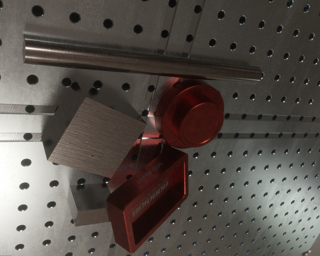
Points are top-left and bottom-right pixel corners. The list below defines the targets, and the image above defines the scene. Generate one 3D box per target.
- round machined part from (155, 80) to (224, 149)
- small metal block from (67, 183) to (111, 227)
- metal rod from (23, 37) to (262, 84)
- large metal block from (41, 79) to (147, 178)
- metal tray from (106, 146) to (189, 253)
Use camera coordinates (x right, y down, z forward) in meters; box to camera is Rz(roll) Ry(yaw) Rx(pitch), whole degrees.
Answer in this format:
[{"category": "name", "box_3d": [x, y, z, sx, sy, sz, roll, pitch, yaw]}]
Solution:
[{"category": "round machined part", "box_3d": [0.047, -0.012, 0.420, 0.099, 0.042, 0.097, -14, 125, -21]}, {"category": "small metal block", "box_3d": [-0.090, 0.099, 0.408, 0.050, 0.050, 0.025, 1, 118, -29]}, {"category": "metal rod", "box_3d": [0.003, -0.074, 0.368, 0.303, 0.025, 0.025, 0, 119, -29]}, {"category": "large metal block", "box_3d": [-0.076, 0.003, 0.356, 0.080, 0.050, 0.080, 25, 105, -37]}, {"category": "metal tray", "box_3d": [-0.010, 0.095, 0.428, 0.131, 0.030, 0.089, -36, 135, -39]}]
